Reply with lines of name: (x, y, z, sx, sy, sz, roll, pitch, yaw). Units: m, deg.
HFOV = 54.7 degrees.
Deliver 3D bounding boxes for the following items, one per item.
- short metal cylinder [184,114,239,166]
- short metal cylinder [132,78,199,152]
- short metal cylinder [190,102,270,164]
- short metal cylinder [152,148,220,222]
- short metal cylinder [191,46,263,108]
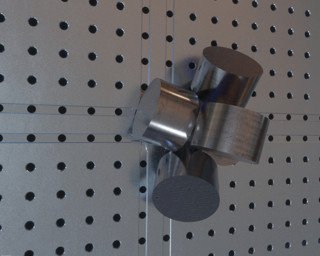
short metal cylinder: (0.078, 0.010, 0.427, 0.081, 0.050, 0.080, 0, 89, -20)
short metal cylinder: (0.005, -0.016, 0.385, 0.050, 0.080, 0.080, 20, 83, -19)
short metal cylinder: (0.080, 0.007, 0.359, 0.081, 0.080, 0.050, 18, 84, -19)
short metal cylinder: (0.033, 0.072, 0.389, 0.080, 0.050, 0.079, 3, 124, 5)
short metal cylinder: (0.086, -0.066, 0.407, 0.081, 0.080, 0.050, 2, 129, -20)
